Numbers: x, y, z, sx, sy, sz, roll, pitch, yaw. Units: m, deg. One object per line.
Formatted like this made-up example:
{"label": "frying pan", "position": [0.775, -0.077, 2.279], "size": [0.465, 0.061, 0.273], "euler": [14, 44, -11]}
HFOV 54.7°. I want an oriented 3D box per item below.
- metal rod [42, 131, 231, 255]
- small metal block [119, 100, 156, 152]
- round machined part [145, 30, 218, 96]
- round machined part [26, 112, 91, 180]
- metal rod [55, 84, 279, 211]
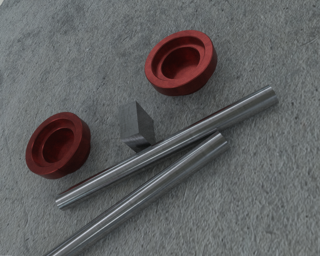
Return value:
{"label": "metal rod", "position": [-0.047, 0.101, 0.366], "size": [0.300, 0.025, 0.025], "euler": [-36, 51, 4]}
{"label": "small metal block", "position": [-0.029, 0.001, 0.402], "size": [0.025, 0.050, 0.050], "euler": [-20, 54, 17]}
{"label": "round machined part", "position": [0.032, -0.084, 0.428], "size": [0.098, 0.042, 0.098], "euler": [-13, 56, 21]}
{"label": "round machined part", "position": [-0.141, 0.029, 0.449], "size": [0.098, 0.042, 0.098], "euler": [-13, 56, 21]}
{"label": "metal rod", "position": [0.000, 0.030, 0.385], "size": [0.300, 0.025, 0.025], "euler": [-28, 52, 10]}
